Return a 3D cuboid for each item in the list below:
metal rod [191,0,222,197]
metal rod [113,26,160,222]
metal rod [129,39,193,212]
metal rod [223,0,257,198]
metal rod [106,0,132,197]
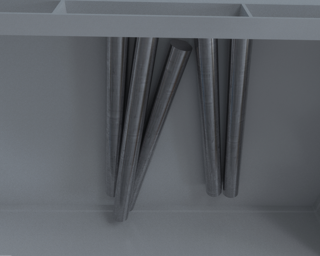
[{"bbox_3d":[0.065,-0.012,0.399,0.025,0.025,0.298,-7,130,5],"label":"metal rod"},{"bbox_3d":[-0.038,0.019,0.407,0.025,0.025,0.298,7,125,-7],"label":"metal rod"},{"bbox_3d":[-0.016,0.020,0.426,0.025,0.025,0.298,12,129,-10],"label":"metal rod"},{"bbox_3d":[0.098,-0.010,0.401,0.025,0.025,0.298,-5,130,3],"label":"metal rod"},{"bbox_3d":[-0.057,-0.013,0.397,0.025,0.025,0.298,5,130,-5],"label":"metal rod"}]
